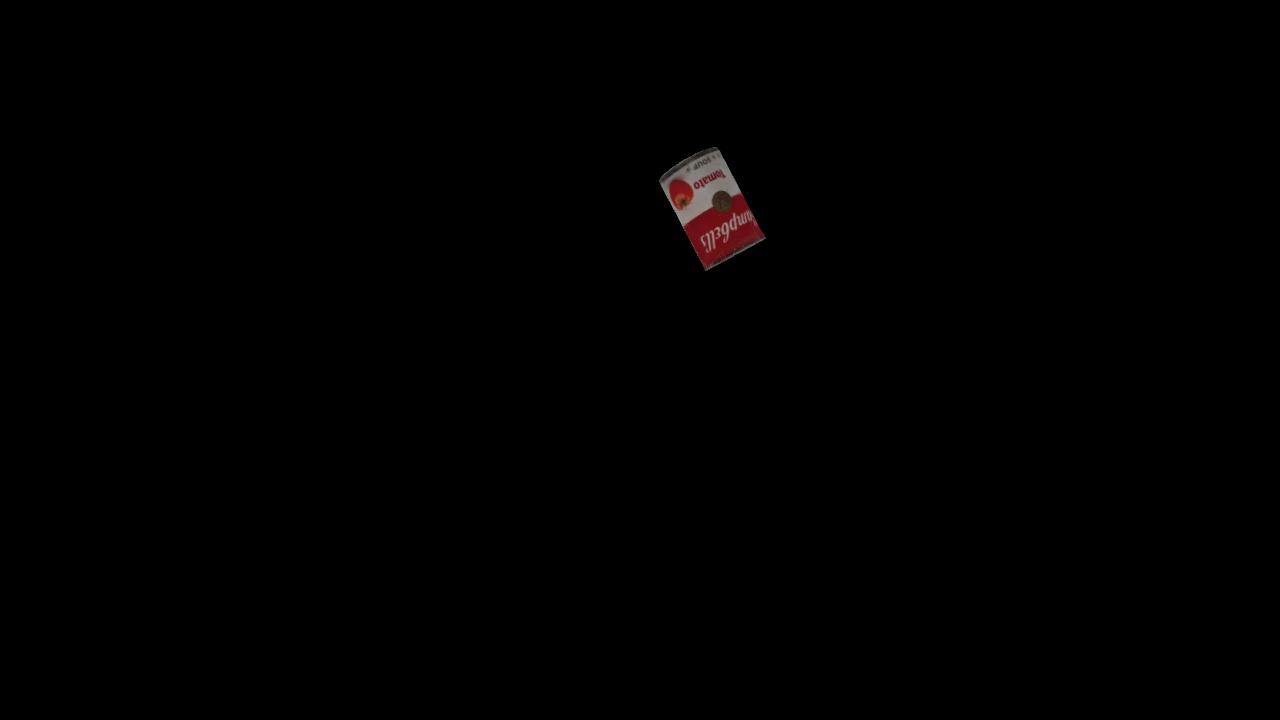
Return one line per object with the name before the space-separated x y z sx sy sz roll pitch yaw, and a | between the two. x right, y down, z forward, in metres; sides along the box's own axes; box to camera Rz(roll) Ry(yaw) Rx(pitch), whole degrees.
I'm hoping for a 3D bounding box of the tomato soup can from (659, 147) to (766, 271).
tomato soup can | 0.071 -0.148 0.606 0.068 0.101 0.068 -28 3 2
